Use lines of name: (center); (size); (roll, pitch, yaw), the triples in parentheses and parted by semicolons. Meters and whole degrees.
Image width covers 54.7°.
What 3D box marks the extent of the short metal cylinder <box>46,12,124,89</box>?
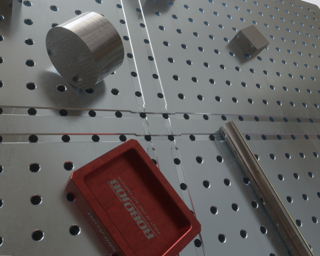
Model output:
short metal cylinder: (-0.092, -0.095, 0.381); (0.080, 0.080, 0.050); (42, 51, 0)

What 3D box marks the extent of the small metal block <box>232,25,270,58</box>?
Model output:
small metal block: (0.179, -0.171, 0.609); (0.050, 0.025, 0.050); (-31, 79, -38)

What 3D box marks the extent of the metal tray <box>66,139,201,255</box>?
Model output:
metal tray: (-0.027, 0.086, 0.337); (0.091, 0.030, 0.130); (-31, 79, -38)

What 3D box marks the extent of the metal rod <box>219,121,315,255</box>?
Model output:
metal rod: (0.165, 0.123, 0.421); (0.025, 0.025, 0.299); (-16, 70, -34)

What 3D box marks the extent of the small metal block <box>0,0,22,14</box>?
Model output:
small metal block: (-0.205, -0.184, 0.394); (0.050, 0.050, 0.025); (28, 52, -11)
